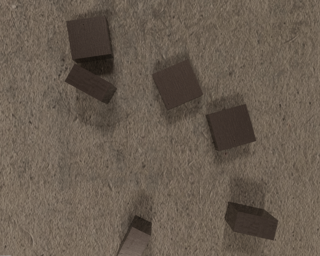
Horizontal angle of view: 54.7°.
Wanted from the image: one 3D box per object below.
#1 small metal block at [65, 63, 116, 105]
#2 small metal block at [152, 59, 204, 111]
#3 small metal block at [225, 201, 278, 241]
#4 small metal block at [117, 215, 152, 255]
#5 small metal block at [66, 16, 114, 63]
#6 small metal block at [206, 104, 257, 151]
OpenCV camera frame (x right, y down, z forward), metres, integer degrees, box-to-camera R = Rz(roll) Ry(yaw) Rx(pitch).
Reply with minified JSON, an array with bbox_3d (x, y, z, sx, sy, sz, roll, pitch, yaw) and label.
[{"bbox_3d":[-0.086,-0.055,0.396,0.050,0.050,0.025,29,90,-1],"label":"small metal block"},{"bbox_3d":[0.023,-0.056,0.410,0.050,0.025,0.050,-24,90,-1],"label":"small metal block"},{"bbox_3d":[0.116,0.118,0.399,0.050,0.050,0.025,13,90,-1],"label":"small metal block"},{"bbox_3d":[-0.033,0.146,0.397,0.025,0.050,0.050,27,90,0],"label":"small metal block"},{"bbox_3d":[-0.091,-0.116,0.409,0.050,0.025,0.050,-9,90,-1],"label":"small metal block"},{"bbox_3d":[0.094,-0.001,0.411,0.050,0.025,0.050,-16,90,-1],"label":"small metal block"}]
